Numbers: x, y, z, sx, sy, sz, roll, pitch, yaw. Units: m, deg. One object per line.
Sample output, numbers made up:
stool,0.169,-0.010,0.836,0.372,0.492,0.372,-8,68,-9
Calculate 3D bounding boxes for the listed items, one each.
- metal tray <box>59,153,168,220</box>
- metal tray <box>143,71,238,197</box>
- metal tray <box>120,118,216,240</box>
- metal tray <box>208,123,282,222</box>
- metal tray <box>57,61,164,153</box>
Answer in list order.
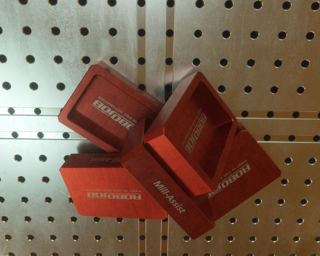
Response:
metal tray,-0.057,0.078,0.413,0.130,0.030,0.089,-2,122,16
metal tray,0.043,0.002,0.359,0.030,0.130,0.090,-27,111,39
metal tray,0.010,0.057,0.367,0.030,0.090,0.130,-37,107,12
metal tray,0.089,0.066,0.435,0.130,0.030,0.090,-39,106,13
metal tray,-0.052,-0.014,0.405,0.130,0.030,0.090,34,106,-12
